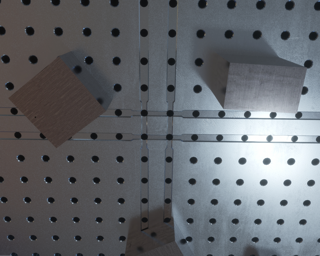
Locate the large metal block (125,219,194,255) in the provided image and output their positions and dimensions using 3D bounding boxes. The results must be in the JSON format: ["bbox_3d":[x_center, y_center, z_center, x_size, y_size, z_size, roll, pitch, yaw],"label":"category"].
[{"bbox_3d":[0.002,0.198,0.473,0.080,0.050,0.080,-24,108,8],"label":"large metal block"}]

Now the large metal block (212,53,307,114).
[{"bbox_3d":[0.110,-0.055,0.364,0.080,0.080,0.050,3,110,-1],"label":"large metal block"}]

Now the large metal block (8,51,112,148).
[{"bbox_3d":[-0.120,-0.036,0.386,0.080,0.050,0.080,-35,107,12],"label":"large metal block"}]
